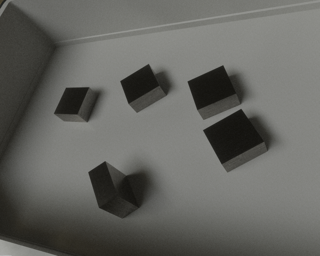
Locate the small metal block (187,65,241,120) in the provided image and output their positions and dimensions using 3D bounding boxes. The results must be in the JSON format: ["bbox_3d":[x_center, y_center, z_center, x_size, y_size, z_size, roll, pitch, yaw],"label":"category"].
[{"bbox_3d":[0.068,-0.045,0.397,0.050,0.025,0.050,-23,53,13],"label":"small metal block"}]

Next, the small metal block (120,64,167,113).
[{"bbox_3d":[-0.025,-0.058,0.453,0.050,0.025,0.050,-30,52,9],"label":"small metal block"}]

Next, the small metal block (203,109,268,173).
[{"bbox_3d":[0.085,0.014,0.352,0.050,0.025,0.050,-30,52,8],"label":"small metal block"}]

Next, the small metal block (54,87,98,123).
[{"bbox_3d":[-0.134,-0.037,0.497,0.050,0.025,0.050,3,63,29],"label":"small metal block"}]

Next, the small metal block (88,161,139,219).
[{"bbox_3d":[-0.055,0.075,0.371,0.025,0.050,0.050,-34,52,6],"label":"small metal block"}]
